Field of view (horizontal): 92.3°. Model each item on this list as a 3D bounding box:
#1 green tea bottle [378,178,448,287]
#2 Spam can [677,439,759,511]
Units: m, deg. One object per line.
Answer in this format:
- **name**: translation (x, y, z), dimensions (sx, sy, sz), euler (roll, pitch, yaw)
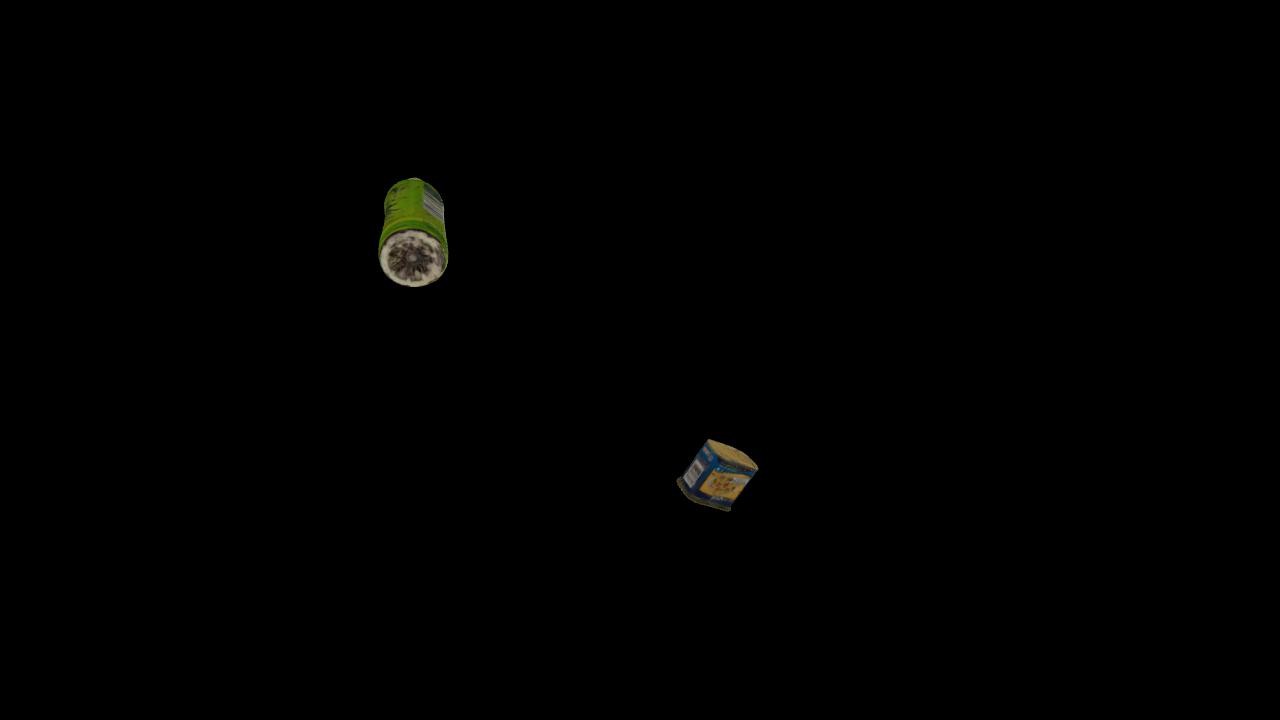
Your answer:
- **green tea bottle**: translation (-0.260, -0.161, 0.712), dimensions (0.073, 0.073, 0.212), euler (0, 34, -17)
- **Spam can**: translation (0.122, 0.179, 0.957), dimensions (0.101, 0.085, 0.058), euler (23, 17, -35)
